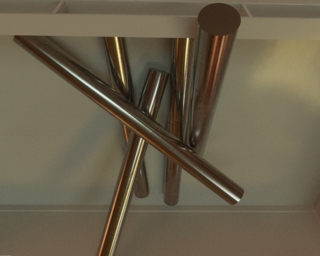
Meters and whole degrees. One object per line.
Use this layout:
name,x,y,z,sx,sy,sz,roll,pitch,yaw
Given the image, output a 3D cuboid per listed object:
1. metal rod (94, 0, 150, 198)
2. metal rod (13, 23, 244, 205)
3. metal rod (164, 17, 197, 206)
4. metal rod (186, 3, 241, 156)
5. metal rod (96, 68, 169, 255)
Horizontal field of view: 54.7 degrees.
metal rod,-0.040,-0.010,0.399,0.025,0.025,0.298,-4,130,2
metal rod,-0.027,-0.009,0.347,0.301,0.025,0.025,37,122,-9
metal rod,0.022,0.005,0.413,0.025,0.025,0.298,1,130,-1
metal rod,0.041,-0.006,0.319,0.025,0.025,0.299,-2,157,2
metal rod,-0.043,0.071,0.399,0.025,0.025,0.298,14,107,-12
